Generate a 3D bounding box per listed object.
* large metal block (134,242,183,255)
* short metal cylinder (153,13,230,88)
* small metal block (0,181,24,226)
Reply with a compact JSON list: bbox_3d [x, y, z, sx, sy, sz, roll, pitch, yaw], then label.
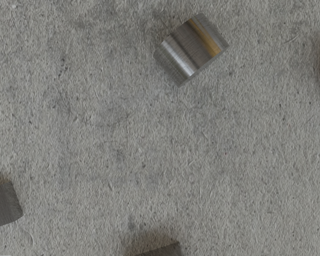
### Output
[{"bbox_3d":[0.000,0.205,0.398,0.080,0.050,0.080,-17,90,-1],"label":"large metal block"},{"bbox_3d":[0.038,-0.094,0.383,0.080,0.080,0.050,-39,90,0],"label":"short metal cylinder"},{"bbox_3d":[-0.217,0.104,0.407,0.050,0.025,0.050,-20,90,-1],"label":"small metal block"}]
